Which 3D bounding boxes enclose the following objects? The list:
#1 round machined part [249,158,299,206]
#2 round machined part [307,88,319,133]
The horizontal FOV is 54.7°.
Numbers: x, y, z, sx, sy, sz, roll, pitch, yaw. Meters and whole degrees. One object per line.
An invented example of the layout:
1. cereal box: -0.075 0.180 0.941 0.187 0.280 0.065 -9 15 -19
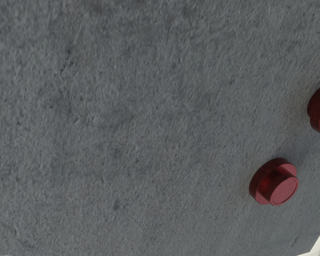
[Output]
1. round machined part: 0.222 0.108 0.588 0.099 0.042 0.097 -14 125 -21
2. round machined part: 0.298 -0.038 0.539 0.099 0.042 0.097 -14 125 -21
